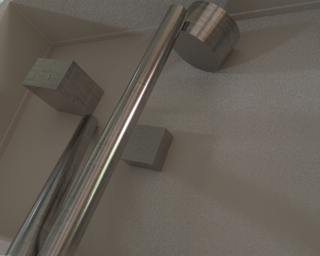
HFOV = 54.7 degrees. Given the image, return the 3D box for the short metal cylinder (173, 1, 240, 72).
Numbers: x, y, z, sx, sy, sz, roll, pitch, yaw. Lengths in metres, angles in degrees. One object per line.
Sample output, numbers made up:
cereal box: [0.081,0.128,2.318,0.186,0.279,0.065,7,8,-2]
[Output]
short metal cylinder: [0.058,-0.120,0.413,0.080,0.080,0.050,29,78,37]

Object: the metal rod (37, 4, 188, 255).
metal rod: [-0.029,-0.020,0.305,0.025,0.025,0.300,5,56,30]

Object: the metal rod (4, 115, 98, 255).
metal rod: [-0.106,0.054,0.332,0.025,0.025,0.300,-27,22,11]

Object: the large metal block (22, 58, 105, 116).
large metal block: [-0.149,-0.063,0.485,0.080,0.080,0.050,11,68,32]

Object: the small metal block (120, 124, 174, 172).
small metal block: [-0.017,0.025,0.398,0.050,0.025,0.050,8,65,31]
